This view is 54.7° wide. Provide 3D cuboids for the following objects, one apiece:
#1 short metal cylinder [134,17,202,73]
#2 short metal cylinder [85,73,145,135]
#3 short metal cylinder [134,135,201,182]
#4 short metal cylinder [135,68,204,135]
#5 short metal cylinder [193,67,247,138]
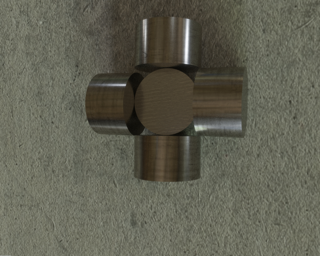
[{"bbox_3d":[0.010,-0.097,0.376,0.080,0.080,0.050,2,91,19],"label":"short metal cylinder"},{"bbox_3d":[-0.052,-0.031,0.399,0.050,0.080,0.079,2,91,20],"label":"short metal cylinder"},{"bbox_3d":[0.009,0.034,0.377,0.080,0.080,0.050,1,90,19],"label":"short metal cylinder"},{"bbox_3d":[0.015,-0.031,0.391,0.080,0.050,0.079,0,90,19],"label":"short metal cylinder"},{"bbox_3d":[0.072,-0.029,0.355,0.050,0.080,0.079,2,91,20],"label":"short metal cylinder"}]
